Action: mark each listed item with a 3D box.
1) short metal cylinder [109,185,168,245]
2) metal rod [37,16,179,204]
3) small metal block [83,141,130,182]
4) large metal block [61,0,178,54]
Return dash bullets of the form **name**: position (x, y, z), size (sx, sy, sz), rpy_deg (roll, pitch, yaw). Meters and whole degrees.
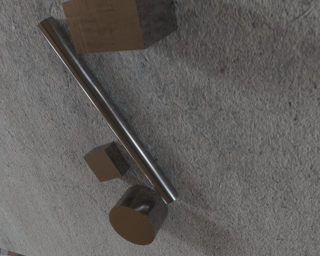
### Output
- **short metal cylinder**: position (-0.033, 0.139, 0.494), size (0.080, 0.050, 0.079), rpy_deg (13, 124, 21)
- **metal rod**: position (-0.066, -0.016, 0.431), size (0.025, 0.025, 0.299), rpy_deg (-25, 105, 37)
- **small metal block**: position (-0.083, 0.054, 0.484), size (0.050, 0.025, 0.050), rpy_deg (-20, 108, 35)
- **large metal block**: position (-0.037, -0.115, 0.320), size (0.080, 0.080, 0.050), rpy_deg (3, 120, 26)
